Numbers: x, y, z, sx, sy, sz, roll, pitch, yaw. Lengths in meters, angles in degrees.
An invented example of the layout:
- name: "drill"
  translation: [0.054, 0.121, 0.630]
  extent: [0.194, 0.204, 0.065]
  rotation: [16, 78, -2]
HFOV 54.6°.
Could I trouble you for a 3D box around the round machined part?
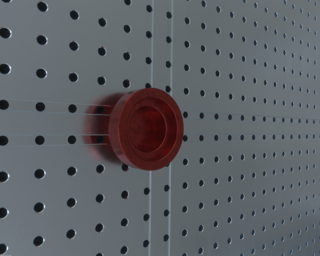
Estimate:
- name: "round machined part"
  translation: [-0.021, 0.001, 0.380]
  extent: [0.099, 0.042, 0.097]
  rotation: [0, 90, -40]
